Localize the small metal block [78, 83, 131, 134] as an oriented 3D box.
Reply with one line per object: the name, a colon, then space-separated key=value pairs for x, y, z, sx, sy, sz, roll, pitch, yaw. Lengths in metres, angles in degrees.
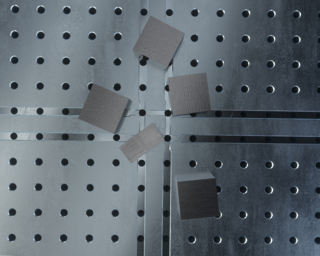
small metal block: x=-0.073 y=-0.025 z=0.412 sx=0.050 sy=0.025 sz=0.050 roll=23 pitch=90 yaw=-1

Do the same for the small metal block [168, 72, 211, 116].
small metal block: x=0.038 y=-0.044 z=0.414 sx=0.050 sy=0.025 sz=0.050 roll=-8 pitch=90 yaw=-1

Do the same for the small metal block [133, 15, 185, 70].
small metal block: x=-0.002 y=-0.112 z=0.413 sx=0.050 sy=0.025 sz=0.050 roll=27 pitch=90 yaw=-1

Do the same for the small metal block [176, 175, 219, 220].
small metal block: x=0.050 y=0.092 z=0.414 sx=0.050 sy=0.025 sz=0.050 roll=-6 pitch=90 yaw=-1

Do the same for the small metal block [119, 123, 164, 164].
small metal block: x=-0.023 y=0.019 z=0.401 sx=0.050 sy=0.050 sz=0.025 roll=-36 pitch=90 yaw=0
